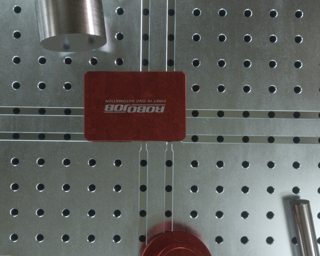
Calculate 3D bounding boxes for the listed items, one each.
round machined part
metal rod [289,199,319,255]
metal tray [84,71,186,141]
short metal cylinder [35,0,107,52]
[{"bbox_3d":[0.022,0.180,0.387,0.099,0.042,0.098,4,67,-8],"label":"round machined part"},{"bbox_3d":[0.215,0.246,0.414,0.025,0.025,0.298,-11,90,0],"label":"metal rod"},{"bbox_3d":[-0.032,-0.028,0.410,0.131,0.030,0.089,0,90,0],"label":"metal tray"},{"bbox_3d":[-0.110,-0.129,0.385,0.080,0.080,0.050,-7,90,0],"label":"short metal cylinder"}]
